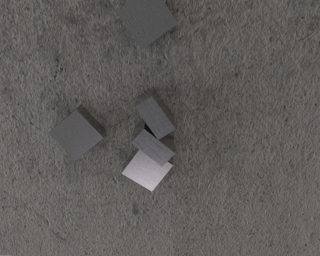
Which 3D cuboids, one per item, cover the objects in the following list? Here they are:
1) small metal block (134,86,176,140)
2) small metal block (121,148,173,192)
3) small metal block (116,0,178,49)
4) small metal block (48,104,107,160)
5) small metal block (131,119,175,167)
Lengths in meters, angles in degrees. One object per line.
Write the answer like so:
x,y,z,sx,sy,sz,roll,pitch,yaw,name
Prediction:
-0.005,-0.020,0.389,0.025,0.050,0.050,-32,107,11,small metal block
-0.017,0.052,0.428,0.050,0.025,0.050,33,107,-12,small metal block
-0.014,-0.129,0.362,0.050,0.025,0.050,-33,107,11,small metal block
-0.108,0.005,0.411,0.050,0.025,0.050,-38,106,12,small metal block
-0.008,0.016,0.402,0.050,0.050,0.025,39,105,-13,small metal block
